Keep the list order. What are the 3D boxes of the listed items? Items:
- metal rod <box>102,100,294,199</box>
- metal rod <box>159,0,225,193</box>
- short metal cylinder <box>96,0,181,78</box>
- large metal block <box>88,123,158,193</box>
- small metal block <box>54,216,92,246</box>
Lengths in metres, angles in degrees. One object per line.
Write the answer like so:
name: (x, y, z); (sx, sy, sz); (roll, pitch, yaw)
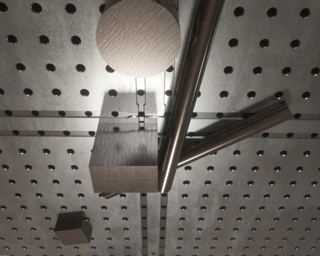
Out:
metal rod: (0.039, 0.039, 0.445); (0.300, 0.025, 0.025); (-27, 126, 20)
metal rod: (0.031, -0.036, 0.363); (0.025, 0.025, 0.298); (8, 124, -7)
short metal cylinder: (-0.020, -0.098, 0.312); (0.081, 0.050, 0.079); (-1, 130, 0)
large metal block: (-0.043, 0.037, 0.407); (0.081, 0.080, 0.050); (0, 130, -1)
small metal block: (-0.159, 0.191, 0.572); (0.050, 0.025, 0.050); (-8, 130, 6)
